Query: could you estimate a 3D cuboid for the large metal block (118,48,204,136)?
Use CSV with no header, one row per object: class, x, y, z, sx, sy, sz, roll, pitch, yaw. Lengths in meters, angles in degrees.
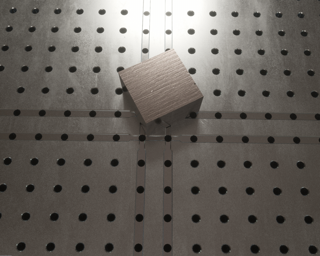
large metal block,0.000,-0.047,0.416,0.080,0.050,0.080,-26,72,-9
